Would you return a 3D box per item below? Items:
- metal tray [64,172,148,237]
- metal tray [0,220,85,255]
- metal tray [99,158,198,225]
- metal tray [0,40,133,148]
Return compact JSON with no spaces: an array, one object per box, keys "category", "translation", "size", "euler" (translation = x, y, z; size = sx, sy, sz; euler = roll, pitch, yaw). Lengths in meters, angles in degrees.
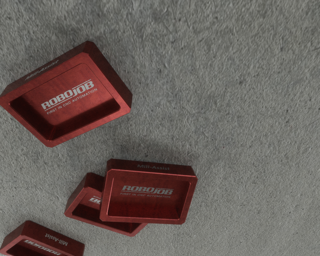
[{"category":"metal tray","translation":[-0.079,0.131,0.514],"size":[0.131,0.030,0.090],"euler":[25,126,-21]},{"category":"metal tray","translation":[-0.225,0.234,0.600],"size":[0.130,0.030,0.090],"euler":[37,121,-27]},{"category":"metal tray","translation":[-0.018,0.097,0.460],"size":[0.131,0.030,0.089],"euler":[7,113,-14]},{"category":"metal tray","translation":[-0.111,-0.035,0.372],"size":[0.130,0.030,0.090],"euler":[-23,127,18]}]
